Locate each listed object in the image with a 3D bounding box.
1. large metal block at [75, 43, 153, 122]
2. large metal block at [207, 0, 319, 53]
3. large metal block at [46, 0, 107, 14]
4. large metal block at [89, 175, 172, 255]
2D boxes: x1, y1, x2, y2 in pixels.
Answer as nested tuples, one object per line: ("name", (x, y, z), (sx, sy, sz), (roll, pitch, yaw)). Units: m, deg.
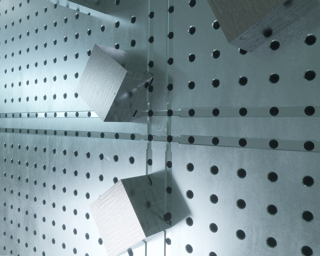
("large metal block", (-0.068, -0.064, 0.451), (0.080, 0.050, 0.080), (43, 116, 31))
("large metal block", (0.098, -0.137, 0.313), (0.080, 0.050, 0.080), (-33, 70, 35))
("large metal block", (-0.126, -0.228, 0.479), (0.050, 0.081, 0.080), (17, 101, 39))
("large metal block", (-0.043, 0.122, 0.430), (0.080, 0.050, 0.080), (-42, 65, 32))
